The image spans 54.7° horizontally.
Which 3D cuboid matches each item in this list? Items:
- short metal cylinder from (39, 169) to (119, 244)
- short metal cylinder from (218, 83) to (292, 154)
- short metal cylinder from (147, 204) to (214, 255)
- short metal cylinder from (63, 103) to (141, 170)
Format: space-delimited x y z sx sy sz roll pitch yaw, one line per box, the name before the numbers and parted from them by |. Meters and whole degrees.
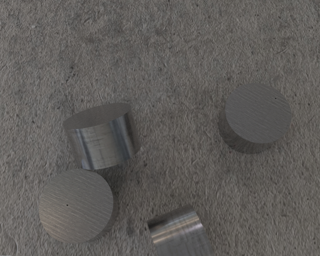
short metal cylinder | -0.091 0.092 0.361 0.081 0.050 0.080 0 70 0
short metal cylinder | 0.120 -0.011 0.400 0.081 0.050 0.080 0 70 0
short metal cylinder | 0.023 0.129 0.332 0.050 0.080 0.080 -20 71 -7
short metal cylinder | -0.068 0.007 0.368 0.081 0.080 0.050 -15 111 -6
